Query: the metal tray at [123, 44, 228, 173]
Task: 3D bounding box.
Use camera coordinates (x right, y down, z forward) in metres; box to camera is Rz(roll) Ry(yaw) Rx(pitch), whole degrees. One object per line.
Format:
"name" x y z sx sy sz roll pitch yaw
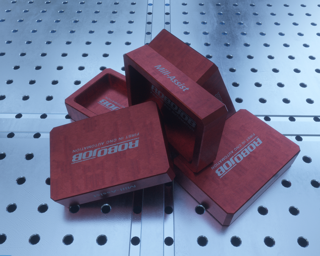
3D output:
"metal tray" 0.011 -0.022 0.345 0.030 0.089 0.130 -31 57 -24

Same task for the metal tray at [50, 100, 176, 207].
"metal tray" -0.056 0.028 0.349 0.131 0.030 0.090 -15 61 6

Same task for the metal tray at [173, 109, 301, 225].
"metal tray" 0.090 0.040 0.370 0.131 0.030 0.090 -34 58 -26

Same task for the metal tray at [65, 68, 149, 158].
"metal tray" -0.051 -0.025 0.424 0.130 0.030 0.090 29 56 22

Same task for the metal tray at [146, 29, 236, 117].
"metal tray" 0.043 -0.057 0.389 0.030 0.130 0.090 -47 60 1
